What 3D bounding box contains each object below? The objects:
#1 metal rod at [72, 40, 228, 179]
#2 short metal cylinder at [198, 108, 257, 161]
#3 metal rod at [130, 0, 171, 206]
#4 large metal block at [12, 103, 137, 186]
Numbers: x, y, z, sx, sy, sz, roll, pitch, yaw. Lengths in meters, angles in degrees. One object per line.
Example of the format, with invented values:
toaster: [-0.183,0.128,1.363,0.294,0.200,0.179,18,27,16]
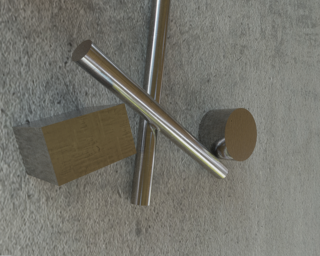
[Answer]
metal rod: [0.012,-0.001,0.385,0.301,0.025,0.025,40,65,-43]
short metal cylinder: [0.106,0.010,0.480,0.081,0.050,0.079,0,90,-40]
metal rod: [-0.010,-0.054,0.398,0.025,0.025,0.298,10,84,-40]
large metal block: [-0.083,0.012,0.300,0.081,0.080,0.050,-21,104,-38]
